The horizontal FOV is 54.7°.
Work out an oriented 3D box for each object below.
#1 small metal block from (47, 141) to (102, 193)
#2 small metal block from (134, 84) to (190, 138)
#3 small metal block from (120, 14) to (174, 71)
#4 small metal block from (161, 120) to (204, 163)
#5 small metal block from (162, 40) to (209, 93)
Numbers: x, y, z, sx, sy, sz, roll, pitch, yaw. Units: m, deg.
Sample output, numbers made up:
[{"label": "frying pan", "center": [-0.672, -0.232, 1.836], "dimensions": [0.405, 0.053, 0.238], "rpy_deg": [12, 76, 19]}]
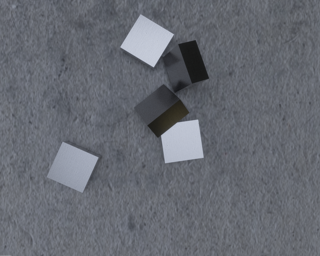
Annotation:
[{"label": "small metal block", "center": [-0.112, 0.050, 0.409], "dimensions": [0.050, 0.025, 0.050], "rpy_deg": [24, 90, -1]}, {"label": "small metal block", "center": [0.001, -0.023, 0.395], "dimensions": [0.050, 0.050, 0.025], "rpy_deg": [-39, 128, 0]}, {"label": "small metal block", "center": [-0.017, -0.112, 0.410], "dimensions": [0.050, 0.025, 0.050], "rpy_deg": [31, 90, -1]}, {"label": "small metal block", "center": [0.028, 0.017, 0.410], "dimensions": [0.050, 0.025, 0.050], "rpy_deg": [-8, 90, -1]}, {"label": "small metal block", "center": [0.032, -0.077, 0.395], "dimensions": [0.025, 0.050, 0.050], "rpy_deg": [-19, 90, -23]}]
